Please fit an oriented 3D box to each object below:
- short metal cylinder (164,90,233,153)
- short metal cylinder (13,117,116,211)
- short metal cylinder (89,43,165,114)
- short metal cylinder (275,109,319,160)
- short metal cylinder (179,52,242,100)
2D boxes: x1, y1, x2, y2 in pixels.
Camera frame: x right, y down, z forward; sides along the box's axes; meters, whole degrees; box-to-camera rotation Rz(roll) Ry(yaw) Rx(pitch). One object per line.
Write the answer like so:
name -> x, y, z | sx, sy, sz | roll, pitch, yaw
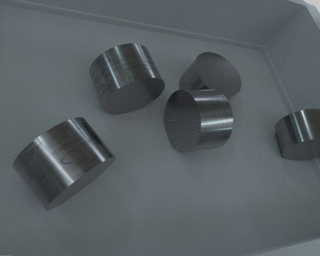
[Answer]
short metal cylinder -> 0.048, -0.010, 0.404 | 0.050, 0.080, 0.080 | -5, 64, -31
short metal cylinder -> -0.091, 0.034, 0.301 | 0.081, 0.080, 0.050 | -35, 82, -39
short metal cylinder -> -0.041, -0.059, 0.386 | 0.081, 0.080, 0.050 | -13, 69, -34
short metal cylinder -> 0.230, 0.012, 0.490 | 0.081, 0.080, 0.050 | 10, 58, -24
short metal cylinder -> 0.076, -0.069, 0.475 | 0.081, 0.050, 0.080 | 14, 56, -21
